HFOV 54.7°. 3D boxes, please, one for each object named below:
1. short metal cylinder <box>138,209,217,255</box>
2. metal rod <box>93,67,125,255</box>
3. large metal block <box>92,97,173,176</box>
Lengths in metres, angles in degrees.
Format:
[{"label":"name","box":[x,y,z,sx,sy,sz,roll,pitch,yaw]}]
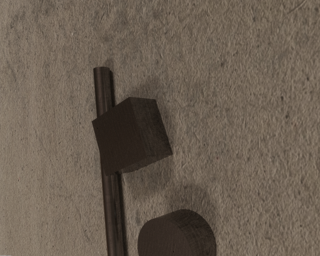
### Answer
[{"label":"short metal cylinder","box":[0.020,0.143,0.371,0.080,0.050,0.079,0,90,39]},{"label":"metal rod","box":[-0.077,0.057,0.465,0.025,0.025,0.298,-9,84,39]},{"label":"large metal block","box":[-0.039,0.013,0.419,0.080,0.050,0.080,-28,73,36]}]
